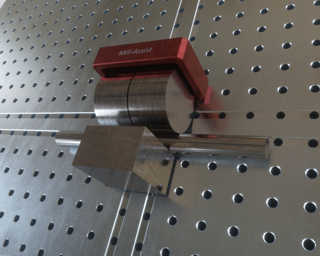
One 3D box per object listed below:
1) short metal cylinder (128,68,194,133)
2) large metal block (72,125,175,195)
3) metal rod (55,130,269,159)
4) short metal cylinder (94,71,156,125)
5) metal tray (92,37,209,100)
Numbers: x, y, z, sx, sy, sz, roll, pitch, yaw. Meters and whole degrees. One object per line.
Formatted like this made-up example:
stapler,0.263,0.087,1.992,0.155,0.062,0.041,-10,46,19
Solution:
short metal cylinder,0.004,-0.034,0.388,0.050,0.080,0.080,2,63,29
large metal block,-0.040,0.038,0.365,0.080,0.080,0.050,1,62,28
metal rod,-0.018,0.018,0.401,0.300,0.025,0.025,1,62,28
short metal cylinder,-0.042,-0.034,0.412,0.050,0.080,0.080,1,62,28
metal tray,-0.012,-0.072,0.412,0.130,0.090,0.030,1,63,29
